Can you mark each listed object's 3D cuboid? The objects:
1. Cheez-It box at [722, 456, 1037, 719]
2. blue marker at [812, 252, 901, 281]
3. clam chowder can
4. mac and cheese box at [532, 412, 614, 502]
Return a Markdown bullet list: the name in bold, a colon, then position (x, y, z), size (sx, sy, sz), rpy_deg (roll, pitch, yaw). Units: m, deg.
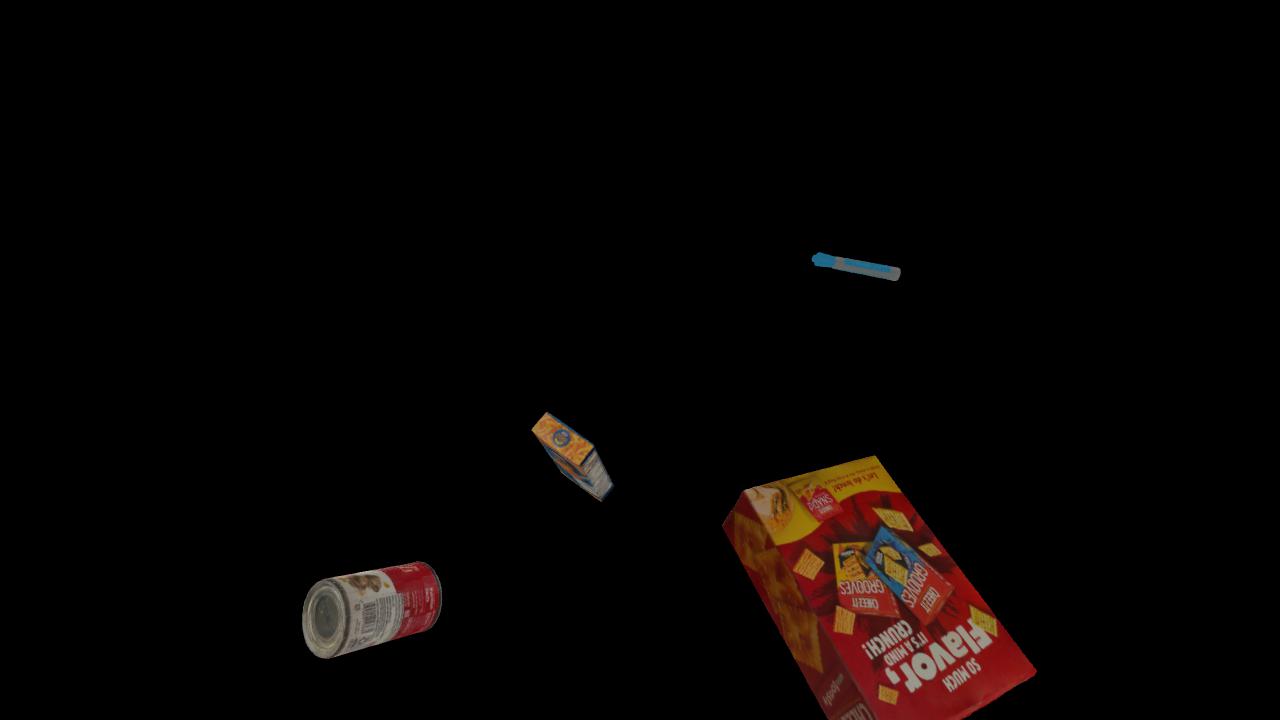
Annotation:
- **Cheez-It box**: position (0.199, 0.203, 0.542), size (0.166, 0.071, 0.223), rpy_deg (-8, 48, -25)
- **blue marker**: position (0.292, -0.127, 0.833), size (0.121, 0.020, 0.020), rpy_deg (10, -1, -5)
- **clam chowder can**: position (-0.247, 0.230, 0.572), size (0.068, 0.068, 0.102), rpy_deg (0, -7, 32)
- **mac and cheese box**: position (-0.096, 0.150, 0.925), size (0.093, 0.041, 0.184), rpy_deg (33, -20, 23)
